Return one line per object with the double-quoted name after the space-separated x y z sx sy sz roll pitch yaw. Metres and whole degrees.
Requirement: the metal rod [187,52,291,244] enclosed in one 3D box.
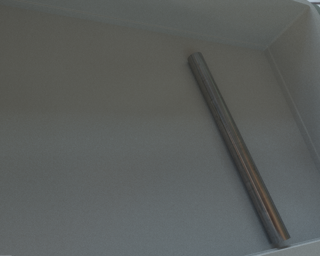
0.107 0.015 0.452 0.025 0.025 0.299 -8 66 -31 "metal rod"
